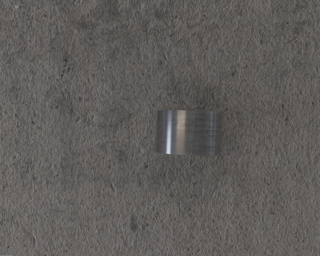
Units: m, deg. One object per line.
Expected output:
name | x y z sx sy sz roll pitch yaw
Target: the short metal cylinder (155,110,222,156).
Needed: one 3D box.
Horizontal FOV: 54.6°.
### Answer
short metal cylinder | 0.035 0.005 0.383 0.080 0.080 0.050 2 90 0
